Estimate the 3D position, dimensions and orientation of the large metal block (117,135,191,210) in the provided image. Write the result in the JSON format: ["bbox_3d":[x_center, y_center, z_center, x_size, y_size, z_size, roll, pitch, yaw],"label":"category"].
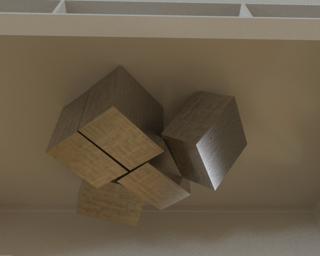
[{"bbox_3d":[-0.007,0.048,0.411,0.050,0.080,0.080,-34,123,25],"label":"large metal block"}]

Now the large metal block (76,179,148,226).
[{"bbox_3d":[-0.070,0.091,0.439,0.081,0.080,0.050,17,93,-15],"label":"large metal block"}]

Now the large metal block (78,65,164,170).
[{"bbox_3d":[-0.040,-0.012,0.360,0.050,0.080,0.080,-31,124,23],"label":"large metal block"}]

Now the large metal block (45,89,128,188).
[{"bbox_3d":[-0.082,0.013,0.382,0.050,0.080,0.080,-30,124,23],"label":"large metal block"}]

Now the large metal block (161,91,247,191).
[{"bbox_3d":[0.057,0.014,0.375,0.050,0.080,0.080,16,144,41],"label":"large metal block"}]
